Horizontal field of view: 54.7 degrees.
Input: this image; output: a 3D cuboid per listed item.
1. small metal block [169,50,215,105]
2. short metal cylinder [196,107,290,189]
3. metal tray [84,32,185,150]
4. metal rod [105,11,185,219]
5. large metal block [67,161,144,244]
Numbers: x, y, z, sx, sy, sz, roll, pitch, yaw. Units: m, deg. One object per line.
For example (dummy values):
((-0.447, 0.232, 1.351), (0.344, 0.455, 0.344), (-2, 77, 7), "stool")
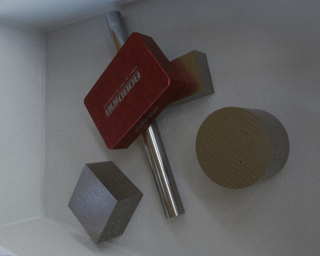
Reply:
((0.034, -0.060, 0.377), (0.050, 0.025, 0.050), (-18, 79, 38), "small metal block")
((0.084, 0.019, 0.320), (0.080, 0.050, 0.079), (0, 90, 39), "short metal cylinder")
((-0.039, -0.044, 0.400), (0.129, 0.030, 0.090), (-46, 63, 29), "metal tray")
((-0.025, -0.028, 0.425), (0.025, 0.025, 0.299), (-28, 73, 36), "metal rod")
((-0.082, 0.106, 0.456), (0.080, 0.050, 0.079), (40, 114, 32), "large metal block")
